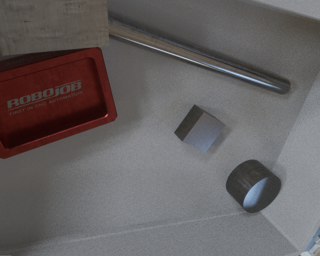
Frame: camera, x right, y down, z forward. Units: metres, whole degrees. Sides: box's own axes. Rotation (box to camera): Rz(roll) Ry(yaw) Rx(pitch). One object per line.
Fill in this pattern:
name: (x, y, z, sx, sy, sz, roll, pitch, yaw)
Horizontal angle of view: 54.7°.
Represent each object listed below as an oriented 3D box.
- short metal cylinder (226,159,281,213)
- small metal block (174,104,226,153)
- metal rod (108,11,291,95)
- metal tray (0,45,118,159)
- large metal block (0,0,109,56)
short metal cylinder: (0.165, 0.103, 0.550, 0.081, 0.050, 0.079, -14, 125, -21)
small metal block: (0.057, 0.002, 0.443, 0.050, 0.025, 0.050, 27, 104, -38)
metal rod: (0.064, -0.085, 0.393, 0.302, 0.025, 0.025, 10, 113, -33)
metal tray: (-0.118, -0.031, 0.322, 0.131, 0.030, 0.089, -20, 127, -17)
large metal block: (-0.095, -0.101, 0.260, 0.081, 0.080, 0.050, -12, 124, -22)
